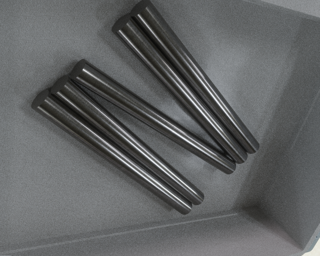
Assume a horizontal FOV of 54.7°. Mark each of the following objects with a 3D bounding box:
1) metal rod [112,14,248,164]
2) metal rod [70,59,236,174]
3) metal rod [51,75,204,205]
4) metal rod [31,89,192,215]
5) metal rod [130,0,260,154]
[{"bbox_3d":[0.046,-0.030,0.413,0.025,0.025,0.300,-45,129,3],"label":"metal rod"},{"bbox_3d":[0.014,0.002,0.416,0.301,0.025,0.025,32,100,-38],"label":"metal rod"},{"bbox_3d":[-0.021,0.035,0.417,0.025,0.025,0.300,-44,129,2],"label":"metal rod"},{"bbox_3d":[-0.041,0.051,0.416,0.025,0.025,0.300,-44,129,2],"label":"metal rod"},{"bbox_3d":[0.065,-0.046,0.414,0.025,0.025,0.300,-45,129,3],"label":"metal rod"}]
